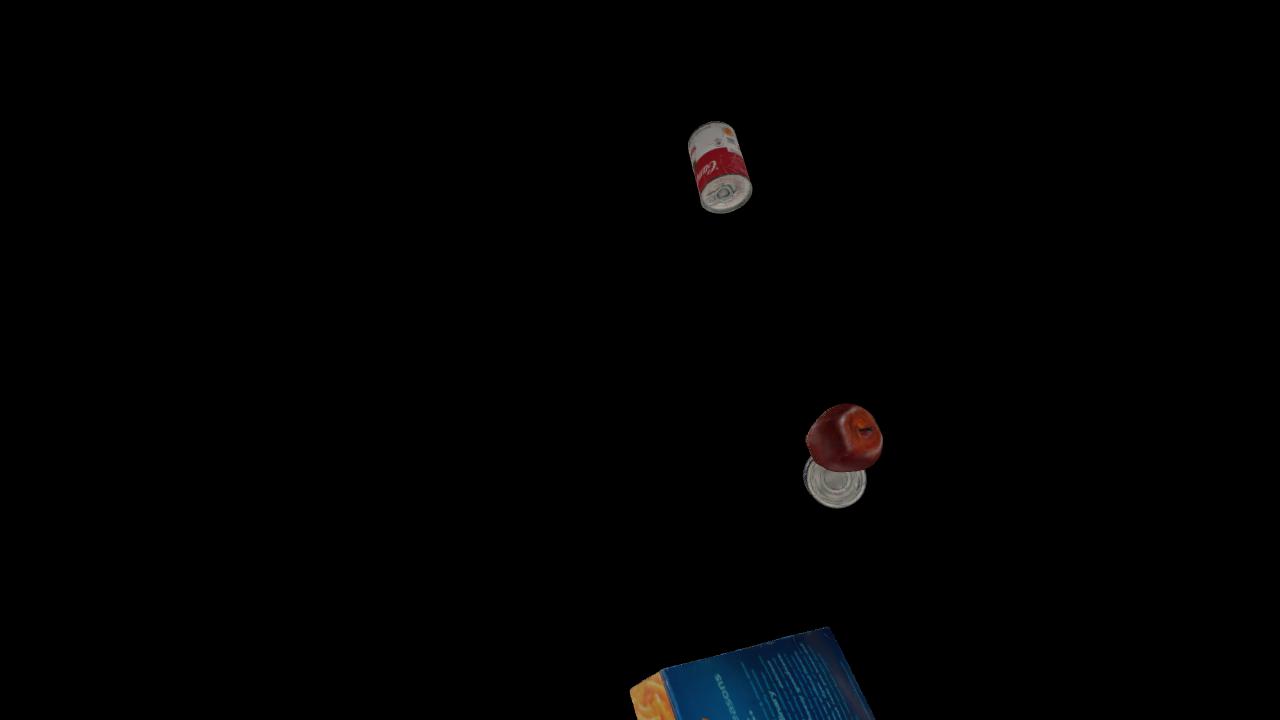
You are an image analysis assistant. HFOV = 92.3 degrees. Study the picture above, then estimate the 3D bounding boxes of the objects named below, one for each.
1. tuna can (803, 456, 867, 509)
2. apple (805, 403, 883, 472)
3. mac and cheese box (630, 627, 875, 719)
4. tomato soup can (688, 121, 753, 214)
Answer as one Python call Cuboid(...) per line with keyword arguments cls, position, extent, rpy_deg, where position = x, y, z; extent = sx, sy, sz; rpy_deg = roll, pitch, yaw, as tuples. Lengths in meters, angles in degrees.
Cuboid(cls="tuna can", position=(0.275, 0.166, 0.871), extent=(0.084, 0.084, 0.034), rpy_deg=(0, -4, 10))
Cuboid(cls="apple", position=(0.233, 0.091, 0.705), extent=(0.079, 0.079, 0.093), rpy_deg=(0, -21, -21))
Cuboid(cls="mac and cheese box", position=(0.085, 0.236, 0.398), extent=(0.184, 0.093, 0.041), rpy_deg=(12, -47, -41))
Cuboid(cls="tomato soup can", position=(0.103, -0.251, 0.799), extent=(0.068, 0.101, 0.068), rpy_deg=(-6, -29, -4))
